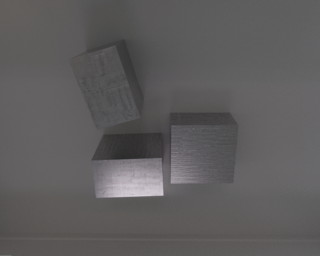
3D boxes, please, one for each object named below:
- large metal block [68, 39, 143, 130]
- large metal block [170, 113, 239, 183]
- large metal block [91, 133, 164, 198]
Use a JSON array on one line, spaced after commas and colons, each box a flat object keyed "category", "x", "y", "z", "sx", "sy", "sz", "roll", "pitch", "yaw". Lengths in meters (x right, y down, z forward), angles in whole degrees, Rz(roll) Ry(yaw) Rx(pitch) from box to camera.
[{"category": "large metal block", "x": -0.057, "y": -0.054, "z": 0.361, "sx": 0.050, "sy": 0.080, "sz": 0.080, "roll": -16, "pitch": 110, "yaw": 6}, {"category": "large metal block", "x": 0.054, "y": 0.025, "z": 0.408, "sx": 0.081, "sy": 0.050, "sz": 0.079, "roll": 0, "pitch": 110, "yaw": 0}, {"category": "large metal block", "x": -0.037, "y": 0.045, "z": 0.398, "sx": 0.080, "sy": 0.080, "sz": 0.050, "roll": -2, "pitch": 110, "yaw": 1}]
